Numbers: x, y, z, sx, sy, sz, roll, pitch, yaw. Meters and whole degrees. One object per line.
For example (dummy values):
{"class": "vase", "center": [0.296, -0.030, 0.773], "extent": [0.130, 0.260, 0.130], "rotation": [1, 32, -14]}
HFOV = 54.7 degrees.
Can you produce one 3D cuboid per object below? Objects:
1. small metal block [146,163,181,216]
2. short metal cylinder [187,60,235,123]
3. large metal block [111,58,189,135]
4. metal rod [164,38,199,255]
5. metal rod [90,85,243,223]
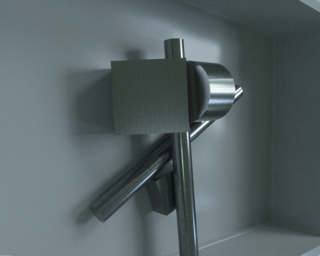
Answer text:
{"class": "small metal block", "center": [0.012, 0.081, 0.417], "extent": [0.050, 0.025, 0.050], "rotation": [-27, 107, -37]}
{"class": "short metal cylinder", "center": [0.052, -0.048, 0.414], "extent": [0.050, 0.080, 0.079], "rotation": [-6, 94, -42]}
{"class": "large metal block", "center": [-0.010, -0.035, 0.356], "extent": [0.081, 0.050, 0.079], "rotation": [-3, 92, 0]}
{"class": "metal rod", "center": [0.028, 0.038, 0.397], "extent": [0.025, 0.025, 0.298], "rotation": [-6, 93, -40]}
{"class": "metal rod", "center": [0.028, 0.018, 0.430], "extent": [0.302, 0.025, 0.025], "rotation": [-39, 114, -33]}
